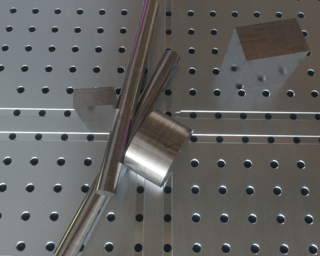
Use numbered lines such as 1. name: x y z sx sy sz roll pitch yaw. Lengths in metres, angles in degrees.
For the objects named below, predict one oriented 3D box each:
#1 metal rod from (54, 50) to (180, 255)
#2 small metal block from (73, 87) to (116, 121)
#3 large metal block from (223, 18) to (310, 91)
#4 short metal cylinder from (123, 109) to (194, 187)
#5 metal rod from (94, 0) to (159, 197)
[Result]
1. metal rod: -0.046 0.022 0.403 0.025 0.025 0.300 24 71 8
2. small metal block: -0.083 -0.031 0.409 0.050 0.050 0.025 -4 70 -2
3. large metal block: 0.138 -0.097 0.420 0.081 0.080 0.050 -10 71 -4
4. short metal cylinder: -0.001 0.024 0.374 0.050 0.080 0.080 29 73 10
5. metal rod: -0.037 -0.058 0.414 0.025 0.025 0.299 9 63 3
